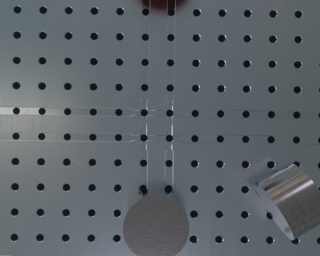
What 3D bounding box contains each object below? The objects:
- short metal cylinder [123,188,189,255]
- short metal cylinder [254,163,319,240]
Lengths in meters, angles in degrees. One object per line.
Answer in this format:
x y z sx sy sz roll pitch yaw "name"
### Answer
-0.005 0.122 0.401 0.081 0.050 0.080 0 90 0 "short metal cylinder"
0.163 0.091 0.387 0.050 0.080 0.080 -30 90 0 "short metal cylinder"
